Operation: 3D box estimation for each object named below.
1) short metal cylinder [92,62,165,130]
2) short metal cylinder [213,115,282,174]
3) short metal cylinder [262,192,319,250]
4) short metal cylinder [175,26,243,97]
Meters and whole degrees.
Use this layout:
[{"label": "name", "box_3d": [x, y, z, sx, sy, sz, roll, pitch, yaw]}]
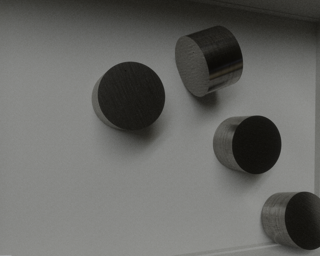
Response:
[{"label": "short metal cylinder", "box_3d": [-0.040, -0.037, 0.382, 0.081, 0.050, 0.080, 0, 90, -20]}, {"label": "short metal cylinder", "box_3d": [0.124, 0.023, 0.443, 0.081, 0.050, 0.080, 0, 90, -20]}, {"label": "short metal cylinder", "box_3d": [0.202, 0.136, 0.463, 0.081, 0.050, 0.080, 5, 76, -19]}, {"label": "short metal cylinder", "box_3d": [0.062, -0.087, 0.404, 0.050, 0.080, 0.080, -23, 98, -18]}]
